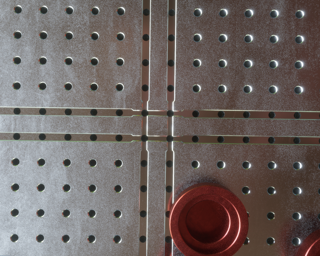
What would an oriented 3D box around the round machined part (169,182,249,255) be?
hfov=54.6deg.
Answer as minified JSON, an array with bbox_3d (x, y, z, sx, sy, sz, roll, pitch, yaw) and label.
[{"bbox_3d":[0.061,0.120,0.405,0.099,0.042,0.097,0,90,0],"label":"round machined part"}]

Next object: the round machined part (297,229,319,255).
[{"bbox_3d":[0.226,0.177,0.406,0.099,0.042,0.097,0,90,0],"label":"round machined part"}]
